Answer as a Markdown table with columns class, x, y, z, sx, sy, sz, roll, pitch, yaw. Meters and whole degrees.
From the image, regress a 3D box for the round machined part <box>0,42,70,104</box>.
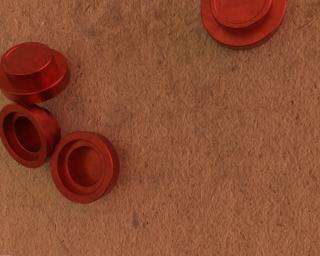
| class | x | y | z | sx | sy | sz | roll | pitch | yaw |
| --- | --- | --- | --- | --- | --- | --- | --- | --- | --- |
| round machined part | -0.181 | -0.084 | 0.436 | 0.099 | 0.042 | 0.098 | 0 | 53 | 0 |

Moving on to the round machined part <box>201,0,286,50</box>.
| class | x | y | z | sx | sy | sz | roll | pitch | yaw |
| --- | --- | --- | --- | --- | --- | --- | --- | --- | --- |
| round machined part | 0.096 | -0.145 | 0.366 | 0.098 | 0.042 | 0.097 | 0 | 90 | 20 |

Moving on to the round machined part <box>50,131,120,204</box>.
| class | x | y | z | sx | sy | sz | roll | pitch | yaw |
| --- | --- | --- | --- | --- | --- | --- | --- | --- | --- |
| round machined part | -0.100 | 0.053 | 0.435 | 0.098 | 0.042 | 0.097 | 0 | 90 | 20 |

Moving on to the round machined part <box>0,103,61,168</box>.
| class | x | y | z | sx | sy | sz | roll | pitch | yaw |
| --- | --- | --- | --- | --- | --- | --- | --- | --- | --- |
| round machined part | -0.186 | 0.007 | 0.455 | 0.098 | 0.042 | 0.097 | 11 | 114 | 26 |
